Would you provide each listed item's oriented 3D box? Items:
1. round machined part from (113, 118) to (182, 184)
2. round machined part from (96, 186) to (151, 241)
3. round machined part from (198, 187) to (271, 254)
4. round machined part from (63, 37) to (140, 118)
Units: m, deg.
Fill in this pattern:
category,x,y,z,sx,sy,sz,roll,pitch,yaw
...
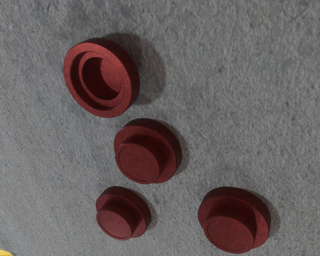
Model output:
category,x,y,z,sx,sy,sz,roll,pitch,yaw
round machined part,-0.023,0.039,0.430,0.098,0.042,0.097,13,124,20
round machined part,-0.068,0.150,0.522,0.098,0.042,0.097,13,124,20
round machined part,0.099,0.133,0.425,0.098,0.042,0.097,13,124,20
round machined part,-0.068,-0.065,0.390,0.098,0.042,0.097,13,124,20
